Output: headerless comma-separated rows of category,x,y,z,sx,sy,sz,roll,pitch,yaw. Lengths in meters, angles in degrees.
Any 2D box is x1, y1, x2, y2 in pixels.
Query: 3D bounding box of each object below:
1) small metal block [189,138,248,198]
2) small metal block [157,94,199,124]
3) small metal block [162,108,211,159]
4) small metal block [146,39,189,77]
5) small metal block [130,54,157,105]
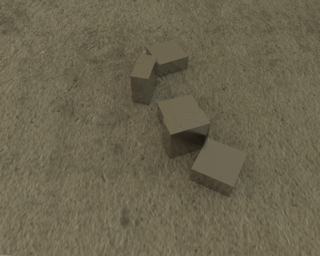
small metal block,0.069,0.046,0.366,0.050,0.025,0.050,22,53,17
small metal block,0.028,-0.014,0.416,0.050,0.025,0.050,-14,51,-12
small metal block,0.031,0.008,0.381,0.050,0.050,0.025,-16,53,-14
small metal block,0.011,-0.113,0.498,0.050,0.025,0.050,-20,53,-17
small metal block,-0.022,-0.070,0.445,0.025,0.050,0.050,10,51,8
